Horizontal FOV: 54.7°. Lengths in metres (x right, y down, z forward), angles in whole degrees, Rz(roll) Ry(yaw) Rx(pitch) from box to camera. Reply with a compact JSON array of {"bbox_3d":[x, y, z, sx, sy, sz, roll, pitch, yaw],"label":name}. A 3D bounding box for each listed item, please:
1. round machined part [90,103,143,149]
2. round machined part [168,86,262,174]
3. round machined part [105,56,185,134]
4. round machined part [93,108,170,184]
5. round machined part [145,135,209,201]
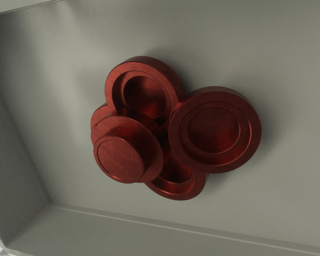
[{"bbox_3d":[-0.056,0.012,0.428,0.098,0.042,0.097,13,124,20],"label":"round machined part"},{"bbox_3d":[0.060,-0.001,0.349,0.099,0.042,0.097,2,114,4],"label":"round machined part"},{"bbox_3d":[-0.014,-0.040,0.377,0.098,0.042,0.097,13,124,20],"label":"round machined part"},{"bbox_3d":[-0.041,0.029,0.377,0.098,0.042,0.097,13,124,20],"label":"round machined part"},{"bbox_3d":[0.019,0.045,0.412,0.098,0.042,0.097,13,124,20],"label":"round machined part"}]
